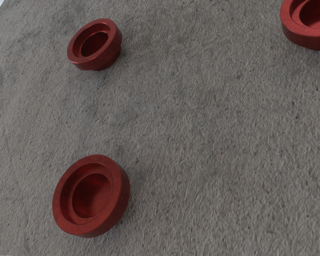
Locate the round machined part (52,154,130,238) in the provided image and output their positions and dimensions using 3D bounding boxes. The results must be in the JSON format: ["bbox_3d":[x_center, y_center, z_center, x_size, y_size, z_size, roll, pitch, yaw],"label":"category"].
[{"bbox_3d":[-0.079,0.085,0.382,0.098,0.042,0.098,-13,56,21],"label":"round machined part"}]

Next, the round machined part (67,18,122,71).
[{"bbox_3d":[-0.107,-0.138,0.534,0.098,0.042,0.098,-13,56,21],"label":"round machined part"}]

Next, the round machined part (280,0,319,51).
[{"bbox_3d":[0.198,-0.132,0.370,0.098,0.042,0.098,-13,56,21],"label":"round machined part"}]
